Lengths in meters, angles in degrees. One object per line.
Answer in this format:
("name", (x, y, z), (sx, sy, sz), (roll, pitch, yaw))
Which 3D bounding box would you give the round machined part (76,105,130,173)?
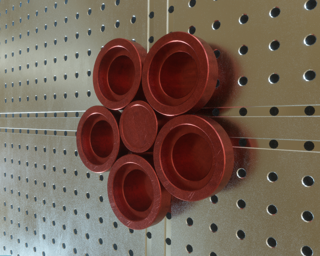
("round machined part", (-0.079, 0.016, 0.464), (0.098, 0.042, 0.097), (0, 90, 40))

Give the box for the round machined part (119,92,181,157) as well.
("round machined part", (-0.016, -0.002, 0.412), (0.098, 0.042, 0.097), (0, 90, 40))

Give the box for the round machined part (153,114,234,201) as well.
("round machined part", (0.042, 0.033, 0.364), (0.098, 0.042, 0.097), (0, 90, 40))

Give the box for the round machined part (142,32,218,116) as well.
("round machined part", (0.028, -0.063, 0.376), (0.098, 0.042, 0.097), (0, 90, 40))

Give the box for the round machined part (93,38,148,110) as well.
("round machined part", (-0.048, -0.074, 0.439), (0.098, 0.042, 0.097), (0, 90, 40))

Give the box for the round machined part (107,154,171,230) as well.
("round machined part", (-0.023, 0.082, 0.418), (0.098, 0.042, 0.097), (0, 90, 40))
